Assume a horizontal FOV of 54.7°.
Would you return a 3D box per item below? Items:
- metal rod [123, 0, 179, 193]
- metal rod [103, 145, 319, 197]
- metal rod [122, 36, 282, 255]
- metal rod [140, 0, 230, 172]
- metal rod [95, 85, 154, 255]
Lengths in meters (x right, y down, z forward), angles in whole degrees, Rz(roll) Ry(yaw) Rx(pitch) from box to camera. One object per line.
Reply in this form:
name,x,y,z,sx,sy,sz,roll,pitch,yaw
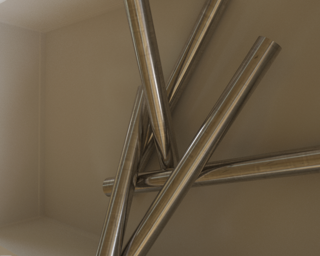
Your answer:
metal rod,-0.009,-0.059,0.333,0.025,0.025,0.298,9,121,39
metal rod,0.061,0.047,0.326,0.300,0.025,0.025,-13,82,30
metal rod,0.027,0.045,0.317,0.025,0.025,0.299,37,101,33
metal rod,0.007,-0.029,0.398,0.025,0.025,0.298,40,114,32
metal rod,-0.044,0.084,0.345,0.025,0.025,0.299,-10,58,39
